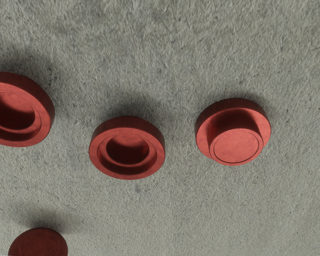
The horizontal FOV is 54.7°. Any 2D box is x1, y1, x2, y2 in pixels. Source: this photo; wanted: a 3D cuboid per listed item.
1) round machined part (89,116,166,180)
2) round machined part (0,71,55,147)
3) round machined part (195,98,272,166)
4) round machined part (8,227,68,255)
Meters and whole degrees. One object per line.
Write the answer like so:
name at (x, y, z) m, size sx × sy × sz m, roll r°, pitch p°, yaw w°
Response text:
round machined part at (-0.042, 0.022, 0.414) m, size 0.099 × 0.042 × 0.097 m, roll 0°, pitch 130°, yaw 0°
round machined part at (-0.176, -0.026, 0.372) m, size 0.099 × 0.042 × 0.097 m, roll 0°, pitch 130°, yaw 0°
round machined part at (0.097, 0.012, 0.407) m, size 0.099 × 0.042 × 0.097 m, roll 0°, pitch 130°, yaw 0°
round machined part at (-0.212, 0.218, 0.543) m, size 0.099 × 0.098 × 0.042 m, roll 15°, pitch 129°, yaw -12°
